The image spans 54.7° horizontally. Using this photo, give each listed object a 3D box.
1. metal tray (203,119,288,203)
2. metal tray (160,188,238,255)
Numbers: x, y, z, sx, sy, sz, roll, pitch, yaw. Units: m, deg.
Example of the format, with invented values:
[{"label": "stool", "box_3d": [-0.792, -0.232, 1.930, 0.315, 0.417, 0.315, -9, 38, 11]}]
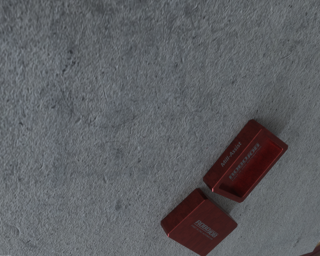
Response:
[{"label": "metal tray", "box_3d": [0.144, 0.059, 0.518, 0.090, 0.030, 0.130, 29, 102, -38]}, {"label": "metal tray", "box_3d": [0.073, 0.171, 0.549, 0.090, 0.030, 0.130, -44, 130, 2]}]
